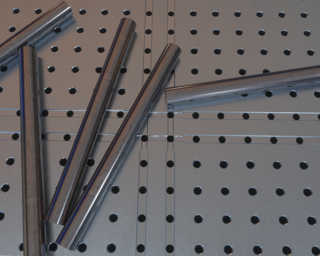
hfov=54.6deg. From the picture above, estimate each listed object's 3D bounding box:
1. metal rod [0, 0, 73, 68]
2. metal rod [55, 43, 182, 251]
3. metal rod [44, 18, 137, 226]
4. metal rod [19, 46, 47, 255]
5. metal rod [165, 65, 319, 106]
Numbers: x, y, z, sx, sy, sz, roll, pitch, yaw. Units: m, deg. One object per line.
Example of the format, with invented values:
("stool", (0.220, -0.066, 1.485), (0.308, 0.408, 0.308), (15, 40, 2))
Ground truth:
("metal rod", (-0.250, -0.087, 0.442), (0.301, 0.025, 0.025), (-43, 76, -14))
("metal rod", (-0.045, 0.011, 0.407), (0.025, 0.025, 0.300), (24, 72, 8))
("metal rod", (-0.087, -0.023, 0.419), (0.025, 0.025, 0.300), (14, 71, 5))
("metal rod", (-0.166, 0.027, 0.401), (0.025, 0.025, 0.299), (-9, 70, -3))
("metal rod", (0.157, -0.066, 0.436), (0.302, 0.025, 0.025), (-9, 70, -4))
